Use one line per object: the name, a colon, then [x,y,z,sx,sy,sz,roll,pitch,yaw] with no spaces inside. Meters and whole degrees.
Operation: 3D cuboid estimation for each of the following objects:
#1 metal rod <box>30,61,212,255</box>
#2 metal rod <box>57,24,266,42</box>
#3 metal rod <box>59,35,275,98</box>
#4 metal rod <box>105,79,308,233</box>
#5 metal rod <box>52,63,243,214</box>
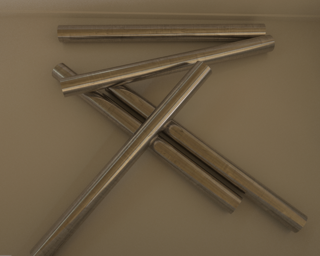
metal rod: [-0.041,0.035,0.374,0.025,0.025,0.300,39,82,12]
metal rod: [0.003,-0.141,0.460,0.302,0.025,0.025,-1,70,-1]
metal rod: [0.019,-0.088,0.425,0.302,0.025,0.025,-15,71,-12]
metal rod: [0.050,0.027,0.400,0.300,0.025,0.025,37,74,12]
metal rod: [-0.025,0.007,0.406,0.300,0.025,0.025,37,74,12]
